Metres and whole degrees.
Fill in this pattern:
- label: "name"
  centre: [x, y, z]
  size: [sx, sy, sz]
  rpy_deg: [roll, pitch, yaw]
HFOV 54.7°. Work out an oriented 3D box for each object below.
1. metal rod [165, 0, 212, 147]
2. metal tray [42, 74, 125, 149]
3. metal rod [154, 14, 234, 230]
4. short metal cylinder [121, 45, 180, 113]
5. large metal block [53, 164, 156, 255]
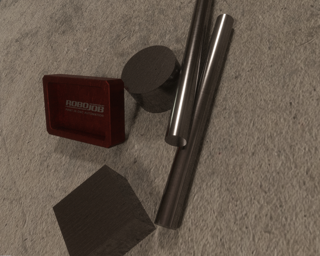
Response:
- label: "metal rod"
  centre: [0.047, -0.109, 0.426]
  size: [0.025, 0.025, 0.300]
  rpy_deg: [-4, 54, 26]
- label: "metal tray"
  centre: [-0.110, -0.028, 0.440]
  size: [0.130, 0.030, 0.089]
  rpy_deg: [10, 107, 32]
- label: "metal rod"
  centre: [0.050, -0.025, 0.391]
  size: [0.025, 0.025, 0.300]
  rpy_deg: [5, 64, 30]
- label: "short metal cylinder"
  centre: [-0.006, -0.067, 0.431]
  size: [0.080, 0.050, 0.080]
  rpy_deg: [-13, 56, 20]
- label: "large metal block"
  centre: [-0.065, 0.104, 0.357]
  size: [0.080, 0.050, 0.080]
  rpy_deg: [-39, 51, 1]
